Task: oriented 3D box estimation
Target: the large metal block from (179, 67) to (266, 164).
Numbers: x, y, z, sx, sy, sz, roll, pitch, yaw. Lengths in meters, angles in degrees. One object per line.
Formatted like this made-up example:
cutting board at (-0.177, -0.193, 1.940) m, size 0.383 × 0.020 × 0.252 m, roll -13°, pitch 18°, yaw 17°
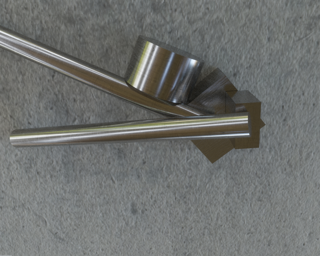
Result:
large metal block at (0.070, -0.016, 0.391) m, size 0.080 × 0.050 × 0.080 m, roll -39°, pitch 105°, yaw 14°

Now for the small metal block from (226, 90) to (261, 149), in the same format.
small metal block at (0.090, -0.011, 0.339) m, size 0.025 × 0.050 × 0.050 m, roll -4°, pitch 110°, yaw 2°

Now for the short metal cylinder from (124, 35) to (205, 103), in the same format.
short metal cylinder at (0.005, -0.068, 0.358) m, size 0.080 × 0.080 × 0.050 m, roll 20°, pitch 109°, yaw -8°

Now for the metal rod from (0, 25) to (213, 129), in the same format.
metal rod at (-0.076, -0.059, 0.358) m, size 0.301 × 0.025 × 0.025 m, roll 23°, pitch 109°, yaw 3°

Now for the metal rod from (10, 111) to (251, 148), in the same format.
metal rod at (-0.052, 0.005, 0.355) m, size 0.301 × 0.025 × 0.025 m, roll -4°, pitch 112°, yaw 23°
